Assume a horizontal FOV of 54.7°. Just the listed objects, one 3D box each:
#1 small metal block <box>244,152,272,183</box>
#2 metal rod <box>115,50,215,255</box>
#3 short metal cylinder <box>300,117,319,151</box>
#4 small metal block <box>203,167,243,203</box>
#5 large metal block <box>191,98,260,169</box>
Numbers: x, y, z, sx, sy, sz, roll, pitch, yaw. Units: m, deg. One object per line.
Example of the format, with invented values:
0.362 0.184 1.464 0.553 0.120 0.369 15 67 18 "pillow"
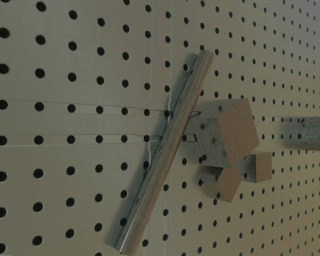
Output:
0.176 0.069 0.557 0.050 0.025 0.050 -3 92 -40 "small metal block"
0.014 0.020 0.420 0.025 0.025 0.300 37 68 -34 "metal rod"
0.358 0.014 0.693 0.081 0.050 0.080 0 90 -40 "short metal cylinder"
0.101 0.083 0.494 0.050 0.025 0.050 48 62 -29 "small metal block"
0.102 0.006 0.479 0.081 0.050 0.080 -30 109 -36 "large metal block"
